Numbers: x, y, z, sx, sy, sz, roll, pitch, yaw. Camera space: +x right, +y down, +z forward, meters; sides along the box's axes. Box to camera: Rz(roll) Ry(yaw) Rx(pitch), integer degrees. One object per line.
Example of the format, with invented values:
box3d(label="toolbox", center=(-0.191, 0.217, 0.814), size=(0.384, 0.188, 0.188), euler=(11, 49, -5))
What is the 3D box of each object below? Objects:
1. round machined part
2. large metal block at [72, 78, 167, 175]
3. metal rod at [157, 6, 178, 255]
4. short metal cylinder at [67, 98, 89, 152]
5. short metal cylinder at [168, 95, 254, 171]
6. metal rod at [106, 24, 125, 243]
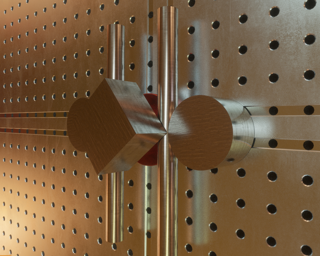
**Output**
box3d(label="round machined part", center=(-0.018, 0.002, 0.414), size=(0.098, 0.042, 0.097), euler=(0, 90, 40))
box3d(label="large metal block", center=(-0.051, -0.001, 0.374), size=(0.080, 0.050, 0.080), euler=(-46, 63, 30))
box3d(label="metal rod", center=(0.009, 0.006, 0.375), size=(0.025, 0.025, 0.298), euler=(0, 90, 40))
box3d(label="short metal cylinder", center=(-0.097, -0.005, 0.474), size=(0.080, 0.050, 0.080), euler=(0, 90, 40))
box3d(label="short metal cylinder", center=(0.056, 0.005, 0.346), size=(0.080, 0.050, 0.080), euler=(0, 90, 40))
box3d(label="metal rod", center=(-0.063, 0.007, 0.434), size=(0.025, 0.025, 0.298), euler=(1, 90, 40))
